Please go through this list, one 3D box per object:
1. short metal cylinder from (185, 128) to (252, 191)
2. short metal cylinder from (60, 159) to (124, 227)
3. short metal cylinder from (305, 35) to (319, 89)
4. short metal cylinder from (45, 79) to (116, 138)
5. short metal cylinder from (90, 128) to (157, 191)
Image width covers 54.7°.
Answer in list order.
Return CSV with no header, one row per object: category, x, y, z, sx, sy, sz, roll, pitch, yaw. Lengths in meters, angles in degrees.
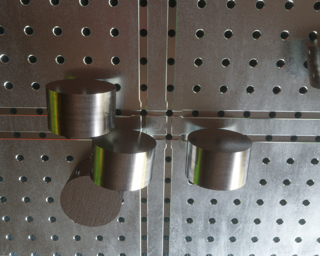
short metal cylinder,0.074,0.038,0.399,0.081,0.080,0.050,2,110,-1
short metal cylinder,-0.091,0.089,0.431,0.080,0.050,0.079,0,111,0
short metal cylinder,0.213,-0.081,0.356,0.080,0.080,0.050,-15,110,5
short metal cylinder,-0.094,-0.026,0.373,0.081,0.080,0.050,4,110,-2
short metal cylinder,-0.047,0.038,0.398,0.081,0.080,0.050,7,110,-3
